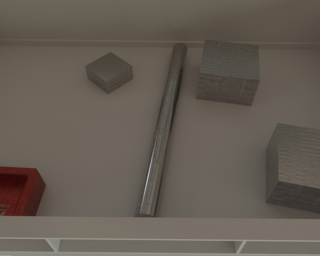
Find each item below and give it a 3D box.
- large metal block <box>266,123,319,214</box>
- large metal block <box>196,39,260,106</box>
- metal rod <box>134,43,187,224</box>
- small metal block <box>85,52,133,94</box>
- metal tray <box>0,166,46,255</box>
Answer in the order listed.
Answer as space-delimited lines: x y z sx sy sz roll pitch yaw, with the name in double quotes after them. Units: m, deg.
0.168 0.046 0.352 0.080 0.050 0.080 10 51 8 "large metal block"
0.100 -0.083 0.460 0.080 0.050 0.080 8 50 6 "large metal block"
0.010 -0.018 0.420 0.025 0.025 0.300 7 50 6 "metal rod"
-0.077 -0.085 0.476 0.050 0.025 0.050 37 59 26 "small metal block"
-0.201 0.085 0.327 0.131 0.030 0.090 3 50 2 "metal tray"
